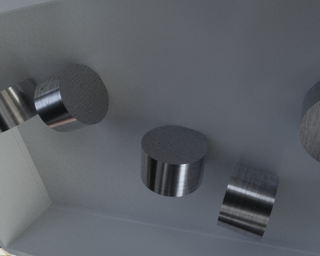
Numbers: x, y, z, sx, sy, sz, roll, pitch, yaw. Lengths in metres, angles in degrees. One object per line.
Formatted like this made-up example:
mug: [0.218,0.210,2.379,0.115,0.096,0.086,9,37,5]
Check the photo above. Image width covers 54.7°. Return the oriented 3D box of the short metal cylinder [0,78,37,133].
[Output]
short metal cylinder: [-0.218,-0.034,0.464,0.080,0.080,0.050,-15,111,34]

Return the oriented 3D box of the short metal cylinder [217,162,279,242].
short metal cylinder: [0.105,0.087,0.371,0.050,0.080,0.079,17,125,18]

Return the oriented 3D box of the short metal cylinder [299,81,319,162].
short metal cylinder: [0.178,-0.007,0.294,0.080,0.050,0.079,13,124,20]

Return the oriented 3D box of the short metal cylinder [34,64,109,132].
short metal cylinder: [-0.114,-0.038,0.408,0.050,0.080,0.080,-15,111,34]

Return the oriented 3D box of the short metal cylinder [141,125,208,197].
short metal cylinder: [0.016,0.039,0.388,0.080,0.080,0.050,16,125,18]
